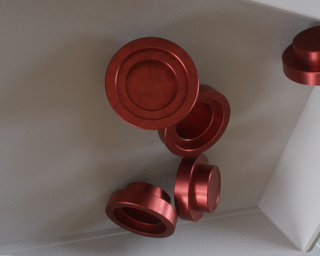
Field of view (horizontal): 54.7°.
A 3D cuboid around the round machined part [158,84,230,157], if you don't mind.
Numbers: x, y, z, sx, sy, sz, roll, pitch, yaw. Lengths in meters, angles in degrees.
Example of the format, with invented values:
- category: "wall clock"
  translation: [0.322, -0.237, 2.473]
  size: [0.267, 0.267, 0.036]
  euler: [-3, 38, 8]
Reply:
- category: "round machined part"
  translation: [0.040, -0.013, 0.409]
  size: [0.099, 0.042, 0.097]
  euler: [-16, 128, -22]

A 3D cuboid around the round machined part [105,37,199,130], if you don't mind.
- category: "round machined part"
  translation: [-0.010, -0.047, 0.344]
  size: [0.099, 0.042, 0.097]
  euler: [0, 91, -6]

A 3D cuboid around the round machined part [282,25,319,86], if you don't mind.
- category: "round machined part"
  translation: [0.216, -0.103, 0.415]
  size: [0.098, 0.098, 0.042]
  euler: [-31, 128, -9]

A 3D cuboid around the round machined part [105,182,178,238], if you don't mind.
- category: "round machined part"
  translation: [-0.022, 0.111, 0.432]
  size: [0.098, 0.042, 0.097]
  euler: [12, 140, 10]

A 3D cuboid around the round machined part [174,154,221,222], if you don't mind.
- category: "round machined part"
  translation: [0.059, 0.086, 0.448]
  size: [0.098, 0.042, 0.097]
  euler: [2, 90, -64]
